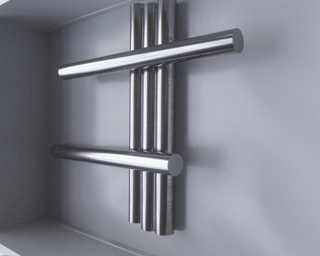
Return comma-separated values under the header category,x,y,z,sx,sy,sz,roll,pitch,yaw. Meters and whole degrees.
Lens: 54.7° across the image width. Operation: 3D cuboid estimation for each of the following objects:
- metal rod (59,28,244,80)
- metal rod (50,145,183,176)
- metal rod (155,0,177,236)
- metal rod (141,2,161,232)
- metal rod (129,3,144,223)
category,x,y,z,sx,sy,sz,roll,pitch,yaw
metal rod,-0.037,-0.088,0.403,0.300,0.025,0.025,1,91,40
metal rod,-0.085,0.041,0.452,0.300,0.025,0.025,0,90,47
metal rod,0.008,-0.014,0.398,0.025,0.025,0.298,1,91,40
metal rod,-0.011,-0.014,0.415,0.025,0.025,0.298,1,91,40
metal rod,-0.030,-0.020,0.431,0.025,0.025,0.298,1,91,40
